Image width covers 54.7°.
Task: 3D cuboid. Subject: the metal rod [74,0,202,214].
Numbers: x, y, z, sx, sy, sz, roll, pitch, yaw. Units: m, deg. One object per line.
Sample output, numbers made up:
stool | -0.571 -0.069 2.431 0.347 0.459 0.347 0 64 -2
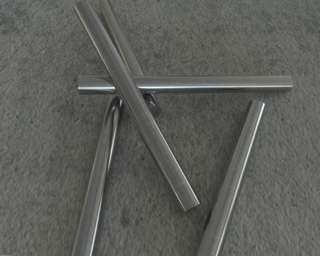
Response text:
metal rod | -0.035 -0.039 0.377 0.025 0.025 0.299 -23 72 -18

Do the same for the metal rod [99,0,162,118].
metal rod | -0.058 -0.129 0.510 0.025 0.025 0.299 -14 52 -12

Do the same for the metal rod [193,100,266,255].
metal rod | 0.073 0.075 0.340 0.025 0.025 0.301 19 52 15

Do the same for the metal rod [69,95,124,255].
metal rod | -0.070 0.075 0.339 0.025 0.025 0.300 3 50 2

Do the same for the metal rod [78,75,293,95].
metal rod | 0.043 -0.061 0.431 0.302 0.025 0.025 -2 50 -12
